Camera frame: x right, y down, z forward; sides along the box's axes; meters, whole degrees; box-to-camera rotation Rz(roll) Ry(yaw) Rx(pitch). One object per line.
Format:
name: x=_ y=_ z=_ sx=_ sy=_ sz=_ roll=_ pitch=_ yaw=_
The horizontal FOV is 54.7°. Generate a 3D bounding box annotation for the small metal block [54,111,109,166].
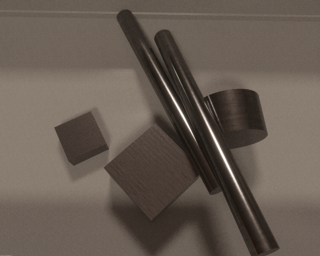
small metal block: x=-0.101 y=0.014 z=0.403 sx=0.050 sy=0.025 sz=0.050 roll=-26 pitch=72 yaw=-9

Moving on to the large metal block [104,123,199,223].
large metal block: x=-0.008 y=0.055 z=0.376 sx=0.080 sy=0.050 sz=0.080 roll=-41 pitch=76 yaw=-14

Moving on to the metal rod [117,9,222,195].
metal rod: x=0.005 y=-0.052 z=0.400 sx=0.025 sy=0.025 sz=0.299 roll=-22 pitch=61 yaw=-8

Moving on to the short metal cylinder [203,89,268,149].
short metal cylinder: x=0.087 y=-0.008 z=0.385 sx=0.081 sy=0.080 sz=0.050 roll=-5 pitch=70 yaw=-2

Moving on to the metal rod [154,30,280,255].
metal rod: x=0.047 y=-0.009 z=0.348 sx=0.025 sy=0.025 sz=0.299 roll=-16 pitch=56 yaw=-6
